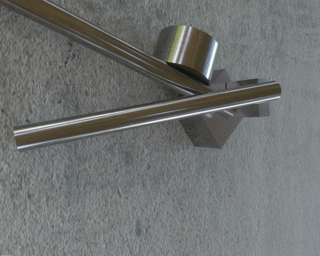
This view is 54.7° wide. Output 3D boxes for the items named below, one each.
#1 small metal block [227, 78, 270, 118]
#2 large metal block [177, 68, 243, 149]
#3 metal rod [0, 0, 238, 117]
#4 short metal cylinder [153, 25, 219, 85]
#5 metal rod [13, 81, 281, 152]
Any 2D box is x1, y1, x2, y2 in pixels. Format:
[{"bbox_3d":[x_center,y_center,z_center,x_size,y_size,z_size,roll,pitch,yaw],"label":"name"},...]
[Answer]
[{"bbox_3d":[0.120,-0.040,0.424,0.025,0.050,0.050,-5,94,-40],"label":"small metal block"},{"bbox_3d":[0.072,-0.028,0.451,0.080,0.050,0.080,-48,119,-28],"label":"large metal block"},{"bbox_3d":[-0.030,-0.078,0.345,0.302,0.025,0.025,23,75,-26],"label":"metal rod"},{"bbox_3d":[0.030,-0.087,0.399,0.080,0.080,0.050,26,74,-37],"label":"short metal cylinder"},{"bbox_3d":[0.004,-0.018,0.342,0.302,0.025,0.025,-12,98,-19],"label":"metal rod"}]
